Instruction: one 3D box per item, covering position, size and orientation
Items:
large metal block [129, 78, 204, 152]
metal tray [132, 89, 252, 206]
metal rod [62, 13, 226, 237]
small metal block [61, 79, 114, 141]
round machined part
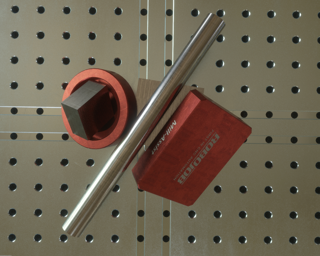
[{"bbox_3d":[0.008,-0.015,0.401,0.081,0.050,0.080,9,90,-1],"label":"large metal block"},{"bbox_3d":[0.038,0.029,0.378,0.090,0.030,0.129,28,105,-32],"label":"metal tray"},{"bbox_3d":[-0.018,-0.004,0.363,0.025,0.025,0.299,35,90,-1],"label":"metal rod"},{"bbox_3d":[-0.085,-0.022,0.372,0.025,0.050,0.050,22,51,25],"label":"small metal block"},{"bbox_3d":[-0.072,-0.024,0.391,0.098,0.042,0.097,1,93,25],"label":"round machined part"}]
